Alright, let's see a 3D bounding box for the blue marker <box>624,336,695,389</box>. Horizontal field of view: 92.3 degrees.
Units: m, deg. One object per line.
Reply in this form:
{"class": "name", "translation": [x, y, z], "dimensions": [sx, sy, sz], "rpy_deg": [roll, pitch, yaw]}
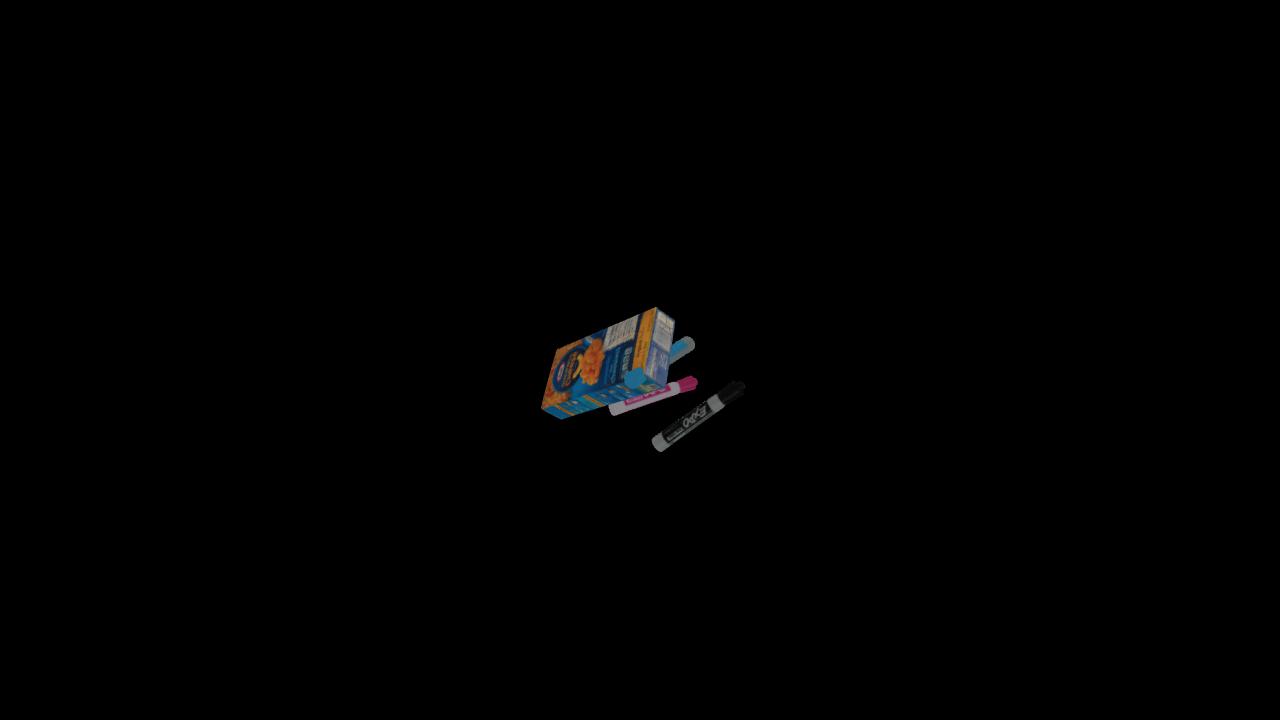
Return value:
{"class": "blue marker", "translation": [0.022, 0.002, 0.685], "dimensions": [0.020, 0.020, 0.121], "rpy_deg": [0, 21, 39]}

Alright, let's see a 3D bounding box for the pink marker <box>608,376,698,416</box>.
{"class": "pink marker", "translation": [0.019, 0.043, 0.762], "dimensions": [0.121, 0.020, 0.020], "rpy_deg": [-16, 7, -23]}

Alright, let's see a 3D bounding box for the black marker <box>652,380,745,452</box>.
{"class": "black marker", "translation": [0.063, 0.060, 0.665], "dimensions": [0.121, 0.020, 0.020], "rpy_deg": [-38, -15, 20]}

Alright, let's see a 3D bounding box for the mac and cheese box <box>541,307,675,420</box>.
{"class": "mac and cheese box", "translation": [-0.041, 0.008, 0.739], "dimensions": [0.184, 0.093, 0.041], "rpy_deg": [-20, -40, 41]}
